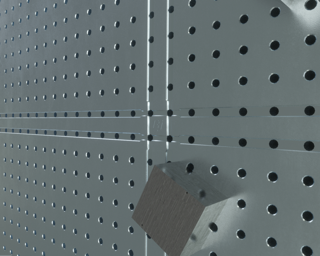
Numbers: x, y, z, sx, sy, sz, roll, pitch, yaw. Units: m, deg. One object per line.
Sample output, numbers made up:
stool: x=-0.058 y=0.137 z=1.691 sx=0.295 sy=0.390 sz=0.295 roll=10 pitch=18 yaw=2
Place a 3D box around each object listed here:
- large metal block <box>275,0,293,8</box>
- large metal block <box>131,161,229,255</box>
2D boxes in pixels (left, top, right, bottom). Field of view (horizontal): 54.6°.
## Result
large metal block: x=0.094 y=-0.167 z=0.296 sx=0.080 sy=0.081 sz=0.050 roll=46 pitch=118 yaw=30
large metal block: x=0.022 y=0.097 z=0.376 sx=0.080 sy=0.050 sz=0.080 roll=36 pitch=112 yaw=34
